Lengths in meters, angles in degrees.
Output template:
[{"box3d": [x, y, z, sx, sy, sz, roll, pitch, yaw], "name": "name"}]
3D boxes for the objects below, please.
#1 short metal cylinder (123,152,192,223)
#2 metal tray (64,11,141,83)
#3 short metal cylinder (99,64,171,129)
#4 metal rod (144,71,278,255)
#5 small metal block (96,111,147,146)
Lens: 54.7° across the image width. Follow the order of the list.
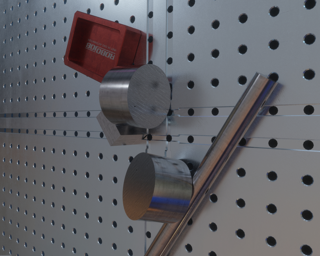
[{"box3d": [-0.005, 0.074, 0.379, 0.080, 0.050, 0.080, -33, 49, 50], "name": "short metal cylinder"}, {"box3d": [-0.095, -0.124, 0.484, 0.130, 0.030, 0.089, 29, 108, 36], "name": "metal tray"}, {"box3d": [-0.030, -0.041, 0.399, 0.050, 0.081, 0.079, 6, 94, 40], "name": "short metal cylinder"}, {"box3d": [0.045, 0.071, 0.371, 0.025, 0.025, 0.298, 41, 115, 32], "name": "metal rod"}, {"box3d": [-0.054, -0.003, 0.438, 0.025, 0.050, 0.050, -45, 63, 31], "name": "small metal block"}]
